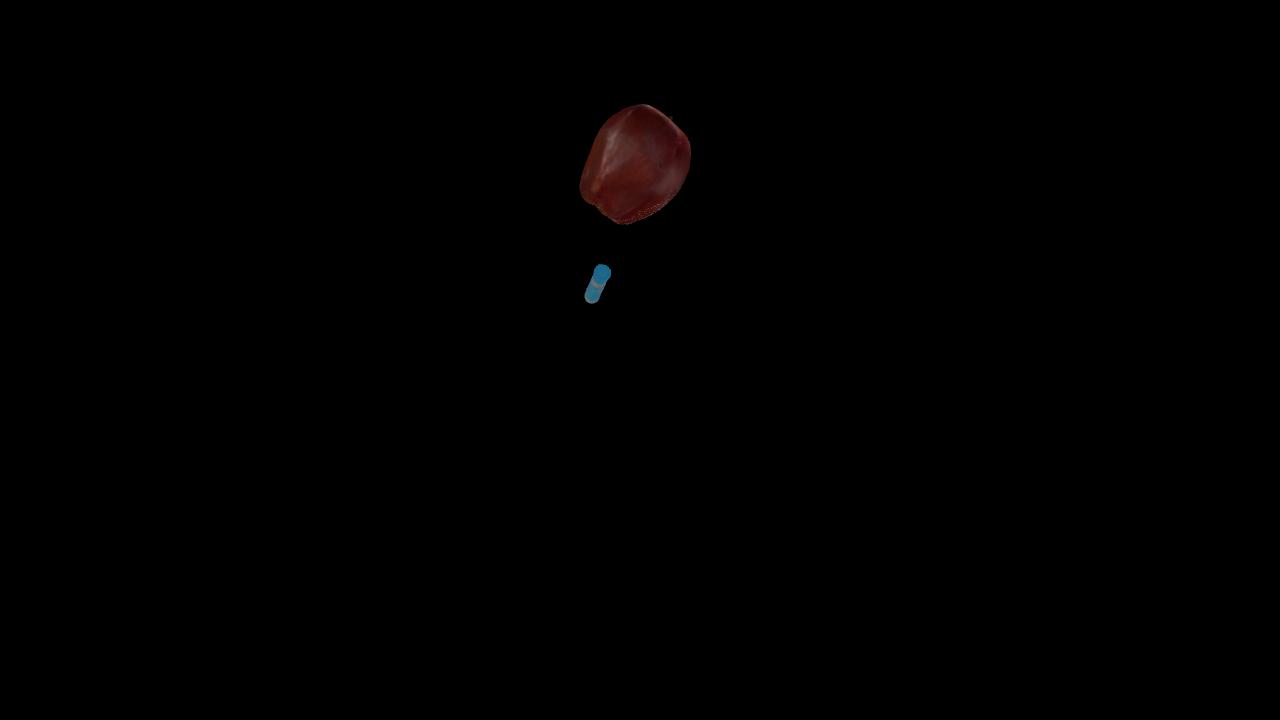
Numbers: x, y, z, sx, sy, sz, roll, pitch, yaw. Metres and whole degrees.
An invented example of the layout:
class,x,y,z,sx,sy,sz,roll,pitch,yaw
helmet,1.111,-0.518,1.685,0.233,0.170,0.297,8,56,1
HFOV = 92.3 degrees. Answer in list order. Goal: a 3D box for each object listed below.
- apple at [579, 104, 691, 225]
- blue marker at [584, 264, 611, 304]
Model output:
class,x,y,z,sx,sy,sz,roll,pitch,yaw
apple,-0.002,-0.153,0.484,0.079,0.093,0.079,35,6,-4
blue marker,-0.050,-0.087,0.710,0.020,0.020,0.121,0,-7,-10
